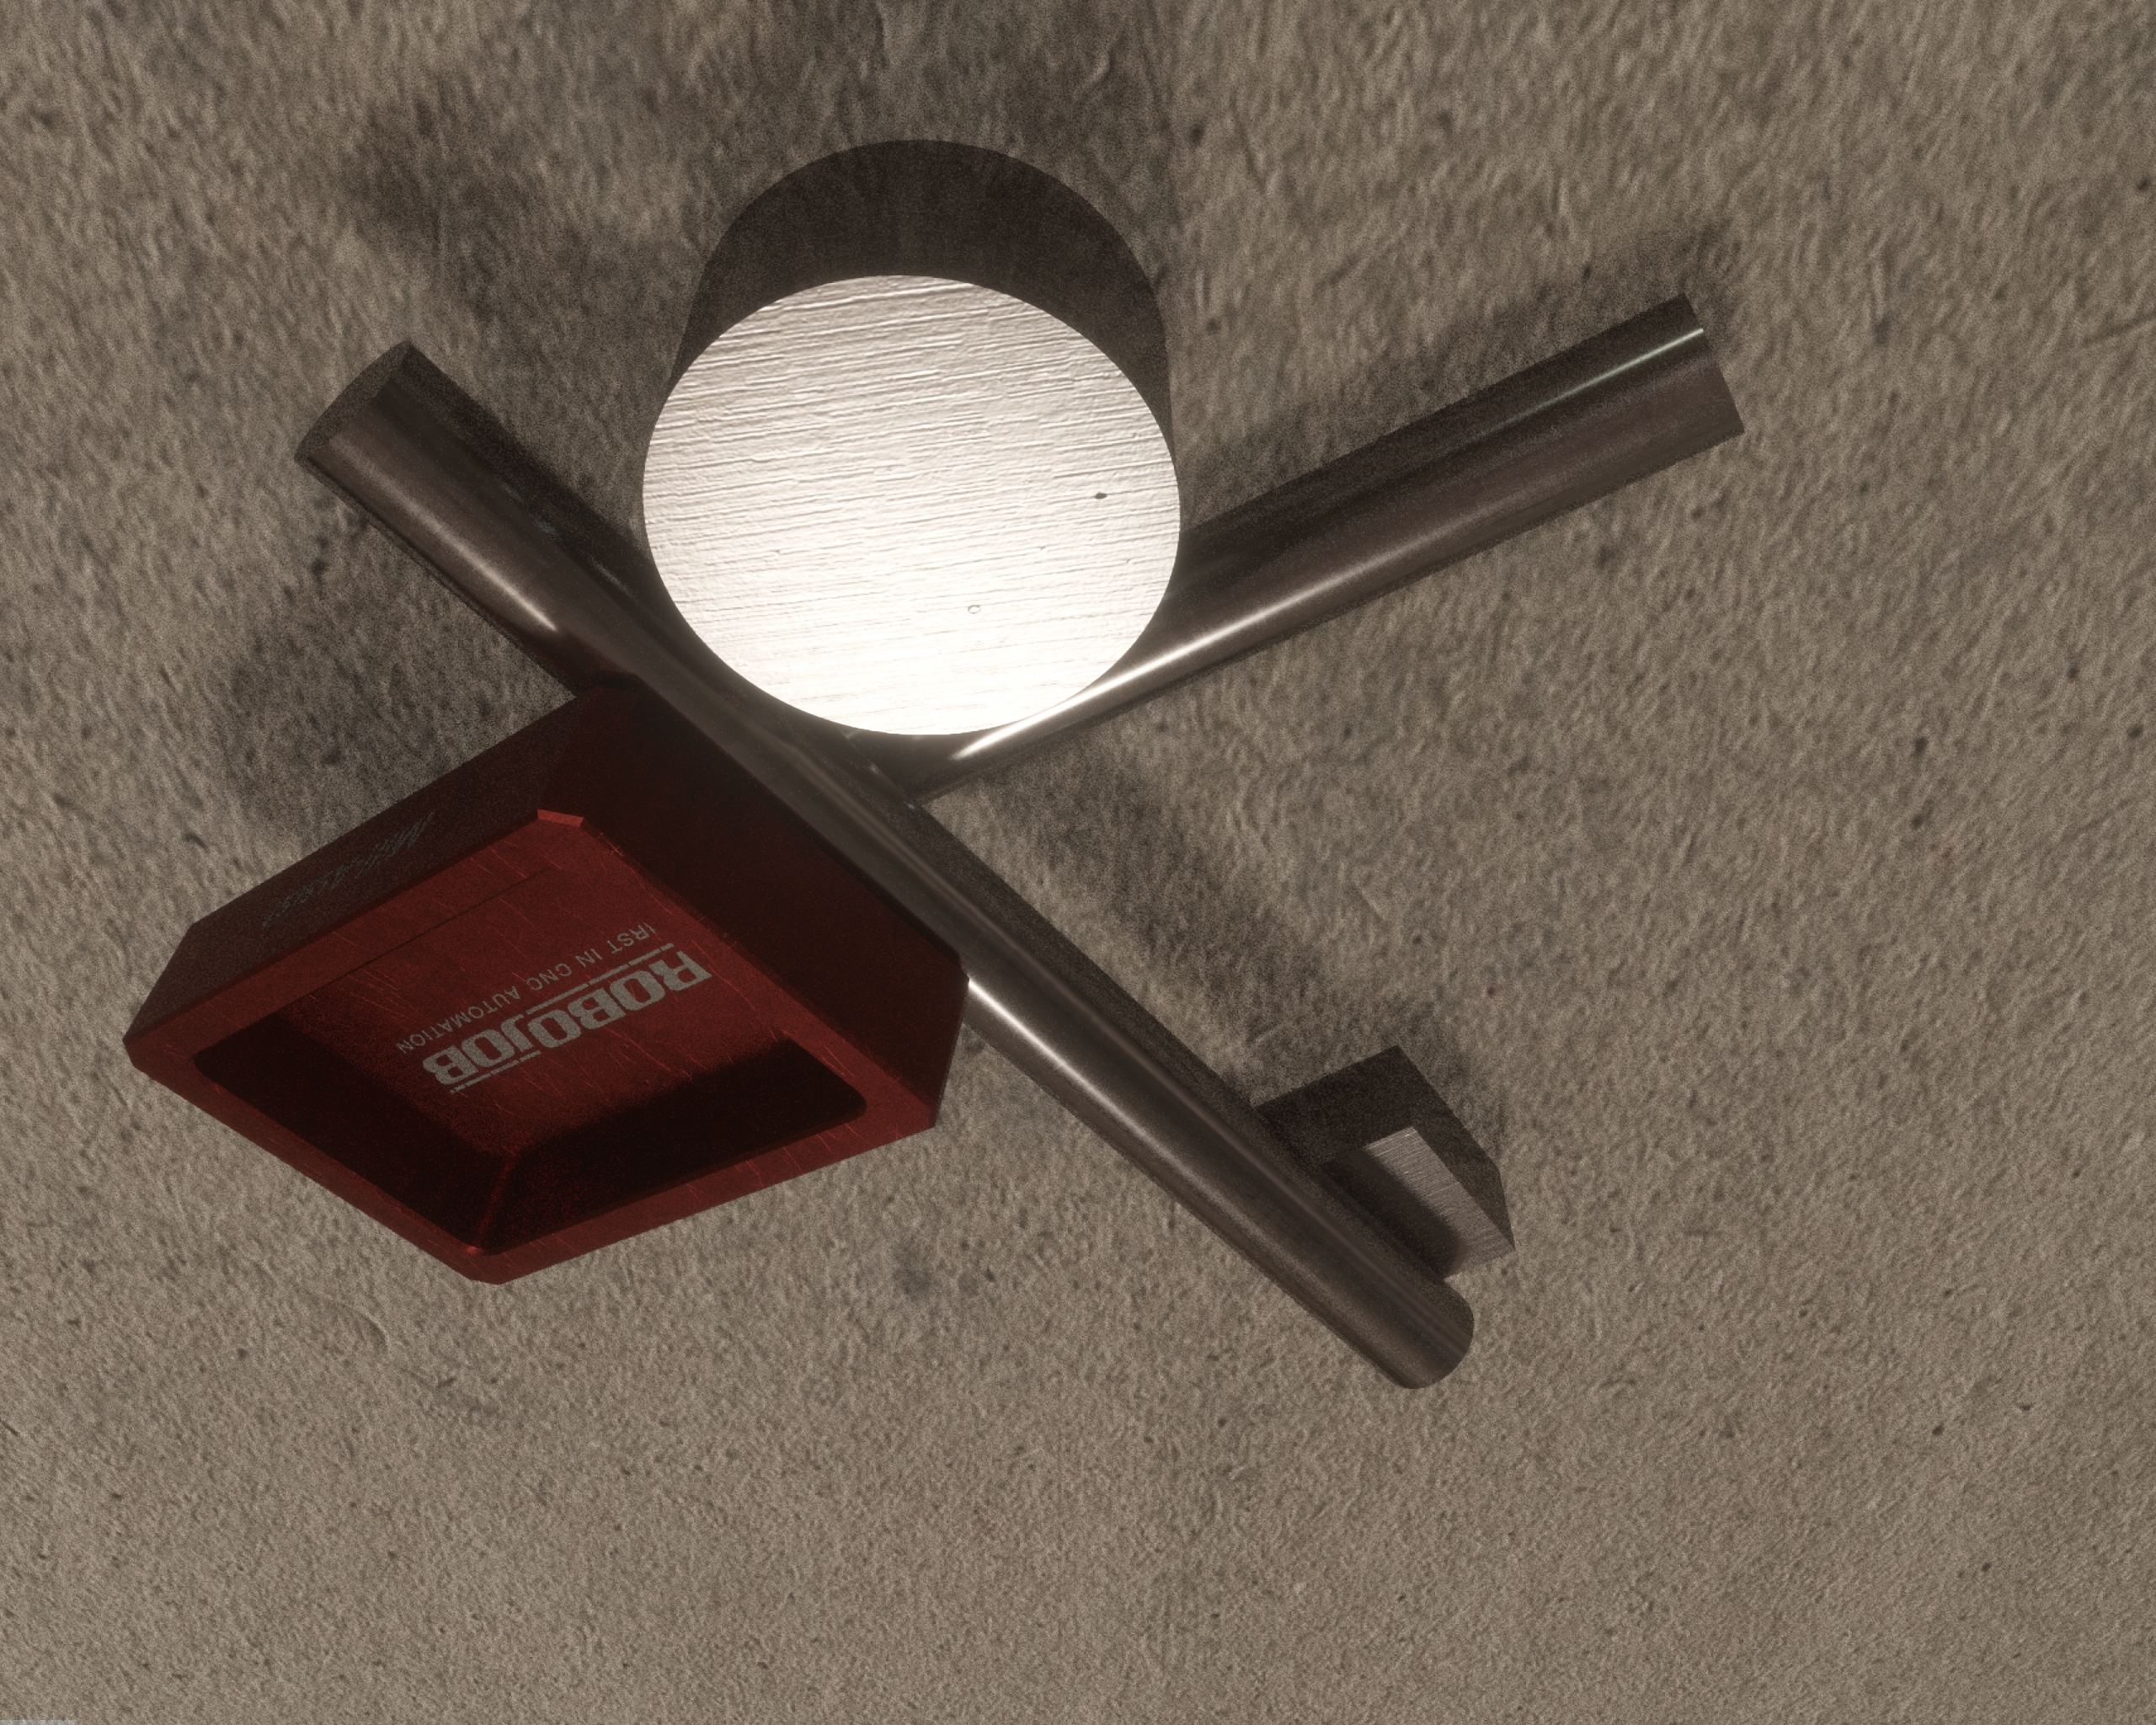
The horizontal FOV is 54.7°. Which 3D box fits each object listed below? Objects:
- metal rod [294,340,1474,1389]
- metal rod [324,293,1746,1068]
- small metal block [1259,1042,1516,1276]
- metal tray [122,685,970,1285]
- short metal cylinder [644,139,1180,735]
[{"bbox_3d":[-0.016,0.019,0.392,0.025,0.025,0.300,-32,124,24],"label":"metal rod"},{"bbox_3d":[-0.027,-0.025,0.387,0.300,0.025,0.025,-23,127,18],"label":"metal rod"},{"bbox_3d":[0.063,0.074,0.472,0.050,0.025,0.050,-27,126,20],"label":"small metal block"},{"bbox_3d":[-0.097,0.029,0.378,0.130,0.030,0.090,-24,127,33],"label":"metal tray"},{"bbox_3d":[-0.025,-0.067,0.334,0.081,0.050,0.079,0,130,0],"label":"short metal cylinder"}]
